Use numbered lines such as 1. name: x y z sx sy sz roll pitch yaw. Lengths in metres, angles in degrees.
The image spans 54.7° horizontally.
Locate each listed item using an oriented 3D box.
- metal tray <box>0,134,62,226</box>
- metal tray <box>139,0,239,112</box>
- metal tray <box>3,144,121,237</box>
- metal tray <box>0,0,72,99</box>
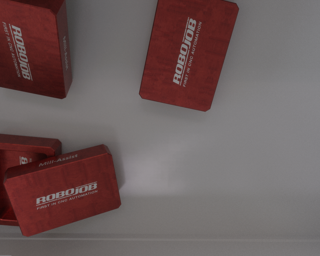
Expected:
1. metal tray: -0.188 0.077 0.434 0.091 0.030 0.129 5 110 -2
2. metal tray: 0.031 -0.092 0.375 0.091 0.030 0.129 12 110 -5
3. metal tray: -0.124 0.081 0.411 0.131 0.030 0.089 -14 116 -17
4. metal tray: -0.148 -0.090 0.337 0.091 0.030 0.129 11 145 -5
